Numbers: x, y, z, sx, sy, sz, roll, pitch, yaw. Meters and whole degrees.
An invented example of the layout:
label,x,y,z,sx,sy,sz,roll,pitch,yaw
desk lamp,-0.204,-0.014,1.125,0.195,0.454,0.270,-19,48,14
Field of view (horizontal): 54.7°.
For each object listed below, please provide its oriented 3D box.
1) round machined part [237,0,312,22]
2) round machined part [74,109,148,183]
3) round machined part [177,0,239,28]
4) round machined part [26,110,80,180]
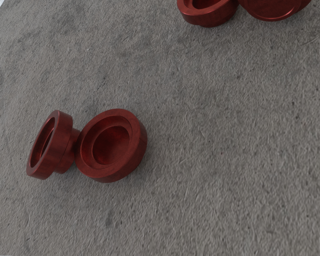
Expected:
label,x,y,z,sx,sy,sz,roll,pitch,yaw
round machined part,0.143,-0.173,0.388,0.098,0.098,0.042,4,64,30
round machined part,-0.060,0.026,0.408,0.098,0.042,0.098,-13,56,21
round machined part,0.079,-0.192,0.468,0.098,0.042,0.098,-14,55,22
round machined part,-0.146,0.027,0.437,0.098,0.042,0.098,-36,40,38
